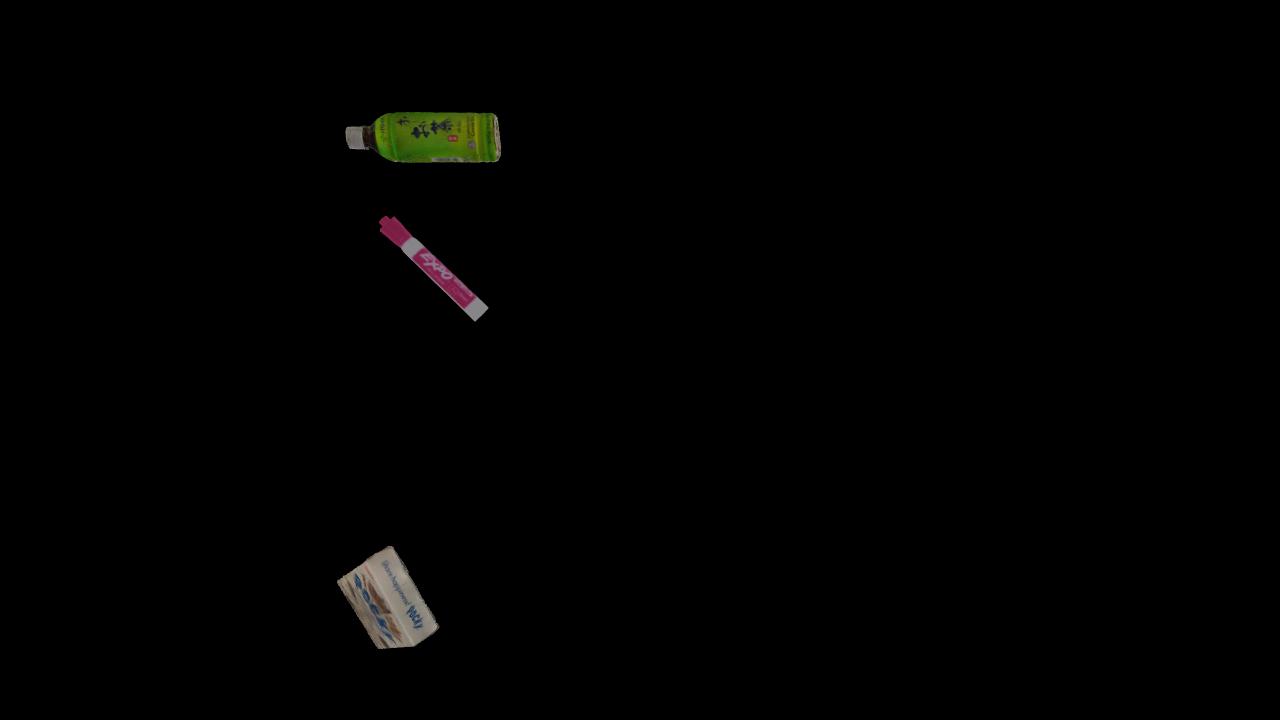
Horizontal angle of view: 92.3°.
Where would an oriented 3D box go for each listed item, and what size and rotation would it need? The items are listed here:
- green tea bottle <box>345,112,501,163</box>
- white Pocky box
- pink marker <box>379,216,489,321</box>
[{"bbox_3d":[-0.313,-0.322,0.894,0.212,0.073,0.073,-4,1,-7],"label":"green tea bottle"},{"bbox_3d":[-0.236,0.224,0.568,0.028,0.084,0.154,-30,-4,-40],"label":"white Pocky box"},{"bbox_3d":[-0.190,-0.084,0.565,0.121,0.020,0.020,46,-15,-15],"label":"pink marker"}]
